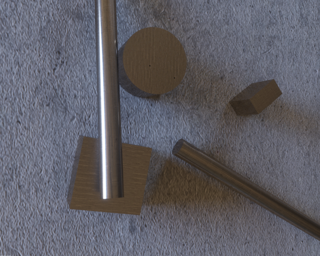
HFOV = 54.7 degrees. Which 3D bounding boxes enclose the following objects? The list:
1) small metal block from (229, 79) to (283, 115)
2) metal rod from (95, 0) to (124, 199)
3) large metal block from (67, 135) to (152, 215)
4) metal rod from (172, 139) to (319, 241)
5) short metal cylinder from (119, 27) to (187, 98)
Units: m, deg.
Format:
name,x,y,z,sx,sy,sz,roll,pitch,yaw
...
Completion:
name,x,y,z,sx,sy,sz,roll,pitch,yaw
small metal block,0.137,-0.044,0.448,0.050,0.050,0.025,-38,103,-16
metal rod,-0.060,-0.073,0.354,0.025,0.025,0.298,1,77,-20
large metal block,-0.062,0.055,0.374,0.081,0.050,0.080,11,86,-20
metal rod,0.146,0.100,0.465,0.301,0.025,0.025,32,80,-18
short metal cylinder,-0.013,-0.080,0.392,0.081,0.050,0.079,0,90,-21
